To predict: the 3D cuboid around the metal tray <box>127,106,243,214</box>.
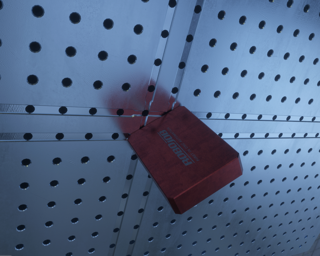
[{"bbox_3d":[0.025,0.031,0.377,0.090,0.130,0.030,-31,129,-9],"label":"metal tray"}]
